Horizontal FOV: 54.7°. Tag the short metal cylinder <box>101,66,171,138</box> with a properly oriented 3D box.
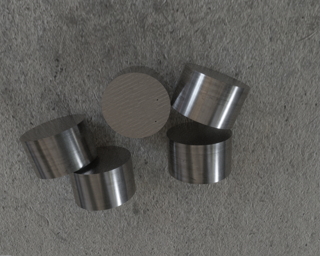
[{"bbox_3d":[-0.028,-0.033,0.384,0.081,0.050,0.079,0,110,0],"label":"short metal cylinder"}]

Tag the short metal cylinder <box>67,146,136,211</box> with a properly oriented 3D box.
[{"bbox_3d":[-0.075,0.063,0.403,0.080,0.080,0.050,-6,110,2],"label":"short metal cylinder"}]

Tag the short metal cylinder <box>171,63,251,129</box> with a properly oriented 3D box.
[{"bbox_3d":[0.059,-0.039,0.366,0.080,0.080,0.050,18,109,-7],"label":"short metal cylinder"}]

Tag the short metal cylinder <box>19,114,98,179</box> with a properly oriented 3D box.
[{"bbox_3d":[-0.124,0.021,0.387,0.080,0.080,0.050,-14,110,5],"label":"short metal cylinder"}]

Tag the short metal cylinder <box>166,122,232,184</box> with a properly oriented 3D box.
[{"bbox_3d":[0.049,0.029,0.391,0.080,0.080,0.050,-3,110,1],"label":"short metal cylinder"}]
